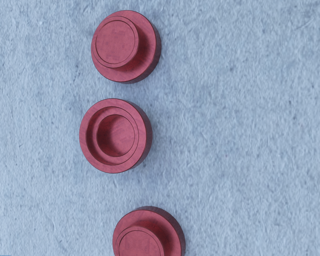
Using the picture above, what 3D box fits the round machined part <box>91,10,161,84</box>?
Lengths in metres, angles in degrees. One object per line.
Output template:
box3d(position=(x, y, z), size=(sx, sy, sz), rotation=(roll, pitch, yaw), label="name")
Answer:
box3d(position=(-0.051, -0.110, 0.417), size=(0.098, 0.042, 0.097), rotation=(0, 90, 19), label="round machined part")

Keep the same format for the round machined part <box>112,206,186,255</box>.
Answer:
box3d(position=(-0.019, 0.156, 0.406), size=(0.098, 0.042, 0.097), rotation=(0, 90, 19), label="round machined part")

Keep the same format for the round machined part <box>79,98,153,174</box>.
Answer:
box3d(position=(-0.055, 0.010, 0.418), size=(0.098, 0.042, 0.097), rotation=(0, 90, 19), label="round machined part")
